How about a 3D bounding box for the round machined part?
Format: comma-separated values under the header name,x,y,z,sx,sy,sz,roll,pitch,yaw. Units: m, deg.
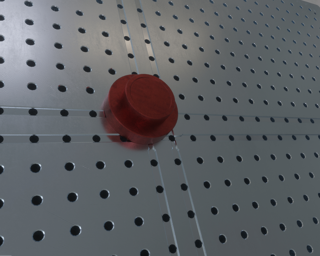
name,x,y,z,sx,sy,sz,roll,pitch,yaw
round machined part,-0.019,-0.032,0.406,0.099,0.042,0.098,13,56,-21
